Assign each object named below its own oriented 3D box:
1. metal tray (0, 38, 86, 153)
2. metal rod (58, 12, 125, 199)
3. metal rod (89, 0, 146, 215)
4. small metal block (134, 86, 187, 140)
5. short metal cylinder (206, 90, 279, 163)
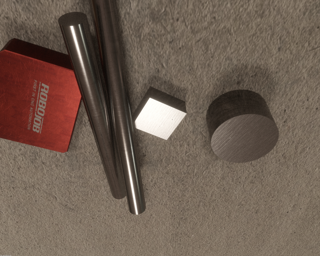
[{"bbox_3d":[-0.144,-0.032,0.374,0.091,0.030,0.129,16,128,-14],"label":"metal tray"},{"bbox_3d":[-0.071,0.003,0.383,0.025,0.025,0.298,-2,138,1],"label":"metal rod"},{"bbox_3d":[-0.045,-0.008,0.373,0.025,0.025,0.298,-4,122,3],"label":"metal rod"},{"bbox_3d":[-0.002,-0.018,0.392,0.050,0.025,0.050,22,127,-18],"label":"small metal block"},{"bbox_3d":[0.102,-0.001,0.391,0.081,0.050,0.079,0,130,0],"label":"short metal cylinder"}]
